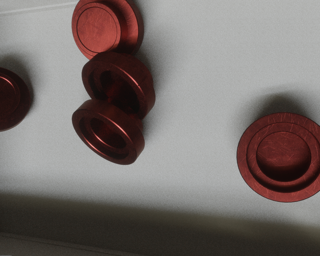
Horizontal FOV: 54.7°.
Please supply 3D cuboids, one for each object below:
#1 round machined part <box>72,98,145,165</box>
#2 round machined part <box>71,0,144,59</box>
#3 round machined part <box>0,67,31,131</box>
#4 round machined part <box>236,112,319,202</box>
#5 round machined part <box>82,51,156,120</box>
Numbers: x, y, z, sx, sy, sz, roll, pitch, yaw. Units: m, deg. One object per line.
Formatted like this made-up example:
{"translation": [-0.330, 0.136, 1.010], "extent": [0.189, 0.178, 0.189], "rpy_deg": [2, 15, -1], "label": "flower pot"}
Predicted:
{"translation": [-0.062, 0.000, 0.404], "extent": [0.098, 0.097, 0.042], "rpy_deg": [22, 53, 18], "label": "round machined part"}
{"translation": [-0.074, -0.131, 0.410], "extent": [0.098, 0.042, 0.097], "rpy_deg": [6, 112, 16], "label": "round machined part"}
{"translation": [-0.244, -0.044, 0.456], "extent": [0.042, 0.099, 0.097], "rpy_deg": [-18, 82, 63], "label": "round machined part"}
{"translation": [0.140, 0.031, 0.352], "extent": [0.098, 0.042, 0.097], "rpy_deg": [0, 90, 19], "label": "round machined part"}
{"translation": [-0.048, -0.057, 0.399], "extent": [0.098, 0.097, 0.042], "rpy_deg": [23, 54, 18], "label": "round machined part"}
